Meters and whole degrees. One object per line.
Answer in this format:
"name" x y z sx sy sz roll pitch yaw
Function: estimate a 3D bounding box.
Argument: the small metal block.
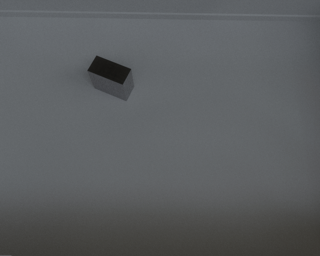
"small metal block" -0.065 -0.066 0.420 0.050 0.050 0.025 22 72 7
